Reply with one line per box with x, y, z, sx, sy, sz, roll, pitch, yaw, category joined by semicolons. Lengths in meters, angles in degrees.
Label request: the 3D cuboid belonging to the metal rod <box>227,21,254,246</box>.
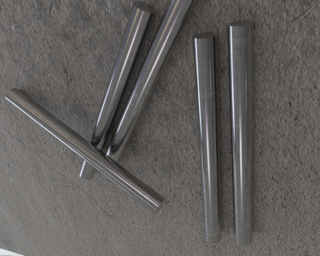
0.098;0.028;0.372;0.025;0.025;0.298;6;121;25;metal rod

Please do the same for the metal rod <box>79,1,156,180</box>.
-0.070;-0.027;0.426;0.025;0.025;0.298;33;129;7;metal rod

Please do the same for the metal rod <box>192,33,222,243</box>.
0.063;0.033;0.394;0.025;0.025;0.298;7;122;24;metal rod

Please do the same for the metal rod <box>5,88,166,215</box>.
-0.119;0.025;0.454;0.300;0.025;0.025;33;129;18;metal rod

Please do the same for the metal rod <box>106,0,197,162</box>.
-0.021;-0.048;0.388;0.025;0.025;0.298;34;129;6;metal rod
